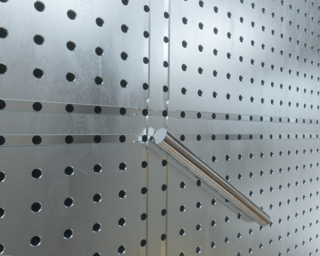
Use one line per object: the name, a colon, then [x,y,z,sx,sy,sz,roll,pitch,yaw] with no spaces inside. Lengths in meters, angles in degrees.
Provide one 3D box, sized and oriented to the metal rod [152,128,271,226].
metal rod: [0.096,0.091,0.492,0.301,0.025,0.025,40,66,-33]
